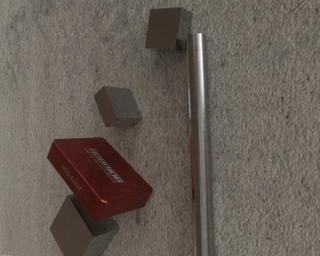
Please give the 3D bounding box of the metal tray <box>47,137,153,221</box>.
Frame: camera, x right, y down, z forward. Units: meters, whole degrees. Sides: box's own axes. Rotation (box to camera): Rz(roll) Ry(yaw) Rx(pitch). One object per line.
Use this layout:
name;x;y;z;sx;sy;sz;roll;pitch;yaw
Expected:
metal tray;-0.084;0.063;0.429;0.130;0.091;0.030;40;115;32

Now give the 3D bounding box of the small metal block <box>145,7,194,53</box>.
small metal block;0.011;-0.123;0.394;0.050;0.025;0.050;14;99;38

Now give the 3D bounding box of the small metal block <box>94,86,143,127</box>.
small metal block;-0.058;-0.029;0.434;0.025;0.050;0.050;-36;68;34

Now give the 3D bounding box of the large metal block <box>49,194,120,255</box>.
large metal block;-0.120;0.157;0.485;0.080;0.050;0.080;46;117;30

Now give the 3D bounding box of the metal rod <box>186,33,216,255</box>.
metal rod;0.048;0.041;0.363;0.025;0.025;0.298;-4;88;39
